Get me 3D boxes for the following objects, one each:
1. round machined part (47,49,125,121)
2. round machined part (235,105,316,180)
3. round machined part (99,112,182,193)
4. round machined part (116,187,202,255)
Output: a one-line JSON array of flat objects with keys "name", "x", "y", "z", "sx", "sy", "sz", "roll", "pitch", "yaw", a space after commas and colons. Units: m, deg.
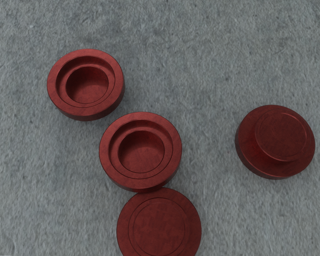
[{"name": "round machined part", "x": -0.096, "y": -0.054, "z": 0.418, "sx": 0.099, "sy": 0.042, "sz": 0.098, "roll": 0, "pitch": 70, "yaw": -1}, {"name": "round machined part", "x": 0.150, "y": 0.014, "z": 0.396, "sx": 0.099, "sy": 0.042, "sz": 0.098, "roll": 0, "pitch": 70, "yaw": -1}, {"name": "round machined part", "x": -0.023, "y": 0.032, "z": 0.384, "sx": 0.099, "sy": 0.042, "sz": 0.098, "roll": 0, "pitch": 65, "yaw": 1}, {"name": "round machined part", "x": -0.001, "y": 0.117, "z": 0.357, "sx": 0.099, "sy": 0.042, "sz": 0.098, "roll": 0, "pitch": 70, "yaw": -1}]
